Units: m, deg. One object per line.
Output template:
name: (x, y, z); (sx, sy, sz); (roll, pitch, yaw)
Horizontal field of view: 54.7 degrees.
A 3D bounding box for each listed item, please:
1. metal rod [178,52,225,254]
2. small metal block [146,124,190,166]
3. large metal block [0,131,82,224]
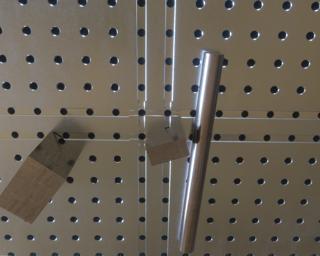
metal rod: (0.054, 0.047, 0.431); (0.025, 0.025, 0.298); (4, 110, -2)
small metal block: (0.010, 0.021, 0.408); (0.050, 0.050, 0.025); (-16, 110, 5)
large metal block: (-0.155, 0.062, 0.405); (0.050, 0.080, 0.080); (36, 106, -13)
